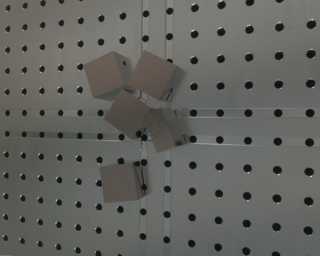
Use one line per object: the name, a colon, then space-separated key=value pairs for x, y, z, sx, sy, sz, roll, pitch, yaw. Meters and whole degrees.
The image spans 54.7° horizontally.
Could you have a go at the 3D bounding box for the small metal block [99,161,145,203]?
small metal block: x=-0.052 y=0.075 z=0.430 sx=0.050 sy=0.025 sz=0.050 roll=-10 pitch=87 yaw=19

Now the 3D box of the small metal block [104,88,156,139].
small metal block: x=-0.040 y=-0.019 z=0.426 sx=0.050 sy=0.025 sz=0.050 roll=35 pitch=101 yaw=16

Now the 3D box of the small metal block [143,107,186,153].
small metal block: x=0.007 y=0.003 z=0.396 sx=0.025 sy=0.050 sz=0.050 roll=-21 pitch=83 yaw=18

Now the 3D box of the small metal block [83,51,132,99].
small metal block: x=-0.074 y=-0.073 z=0.438 sx=0.050 sy=0.025 sz=0.050 roll=-20 pitch=84 yaw=18

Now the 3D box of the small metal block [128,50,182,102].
small metal block: x=-0.007 y=-0.069 z=0.414 sx=0.050 sy=0.025 sz=0.050 roll=30 pitch=99 yaw=17
